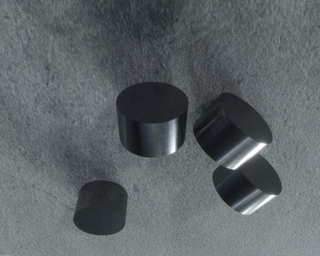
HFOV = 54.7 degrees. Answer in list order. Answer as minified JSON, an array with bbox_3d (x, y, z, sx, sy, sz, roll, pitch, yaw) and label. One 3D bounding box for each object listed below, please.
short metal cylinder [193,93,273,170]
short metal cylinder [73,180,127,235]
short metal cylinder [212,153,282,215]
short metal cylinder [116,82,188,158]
[{"bbox_3d":[0.087,0.003,0.375,0.080,0.080,0.050,26,125,-21],"label":"short metal cylinder"},{"bbox_3d":[-0.094,0.130,0.500,0.081,0.050,0.079,0,130,0],"label":"short metal cylinder"},{"bbox_3d":[0.122,0.073,0.436,0.080,0.080,0.050,24,126,-20],"label":"short metal cylinder"},{"bbox_3d":[-0.009,-0.011,0.361,0.081,0.080,0.050,0,130,-1],"label":"short metal cylinder"}]
